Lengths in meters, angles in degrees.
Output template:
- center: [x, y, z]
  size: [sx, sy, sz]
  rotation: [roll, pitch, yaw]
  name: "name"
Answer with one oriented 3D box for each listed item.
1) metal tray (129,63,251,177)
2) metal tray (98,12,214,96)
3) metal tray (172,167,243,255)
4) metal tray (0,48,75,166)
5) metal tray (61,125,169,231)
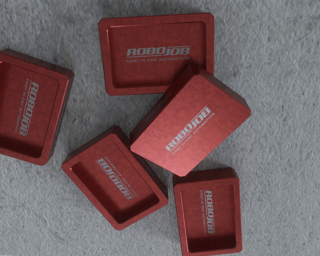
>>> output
- center: [0.034, -0.004, 0.385]
  size: [0.090, 0.030, 0.129]
  rotation: [31, 118, -23]
  name: "metal tray"
- center: [-0.002, -0.089, 0.374]
  size: [0.131, 0.030, 0.089]
  rotation: [-3, 110, 0]
  name: "metal tray"
- center: [0.070, 0.126, 0.454]
  size: [0.091, 0.030, 0.129]
  rotation: [-7, 110, 2]
  name: "metal tray"
- center: [-0.172, -0.024, 0.395]
  size: [0.091, 0.030, 0.129]
  rotation: [19, 109, -7]
  name: "metal tray"
- center: [-0.059, 0.072, 0.432]
  size: [0.090, 0.030, 0.130]
  rotation: [-32, 107, 10]
  name: "metal tray"
